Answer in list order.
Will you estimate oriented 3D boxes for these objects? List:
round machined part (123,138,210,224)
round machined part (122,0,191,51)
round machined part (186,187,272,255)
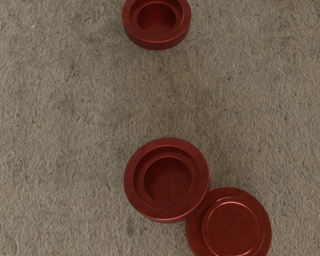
[{"bbox_3d":[0.010,0.064,0.368,0.098,0.042,0.098,-5,61,10],"label":"round machined part"},{"bbox_3d":[-0.005,-0.155,0.455,0.099,0.042,0.098,0,70,0],"label":"round machined part"},{"bbox_3d":[0.080,0.116,0.357,0.099,0.042,0.098,0,70,0],"label":"round machined part"}]
